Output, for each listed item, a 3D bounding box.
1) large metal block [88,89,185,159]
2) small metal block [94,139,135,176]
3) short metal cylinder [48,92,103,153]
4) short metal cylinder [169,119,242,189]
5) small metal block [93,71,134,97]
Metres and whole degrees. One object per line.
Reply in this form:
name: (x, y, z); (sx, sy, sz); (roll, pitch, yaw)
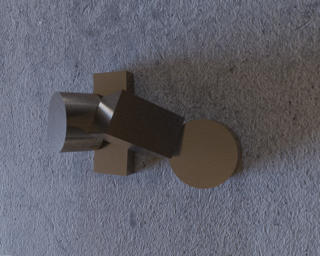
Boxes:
large metal block: (-0.031, -0.002, 0.371); (0.080, 0.080, 0.050); (23, 79, -24)
small metal block: (-0.063, 0.038, 0.431); (0.050, 0.025, 0.050); (3, 91, 19)
short metal cylinder: (-0.114, -0.008, 0.416); (0.080, 0.050, 0.079); (2, 92, 55)
short metal cylinder: (0.056, 0.029, 0.377); (0.080, 0.050, 0.079); (0, 90, 19)
small metal block: (-0.064, -0.051, 0.431); (0.050, 0.025, 0.050); (-1, 90, 19)
